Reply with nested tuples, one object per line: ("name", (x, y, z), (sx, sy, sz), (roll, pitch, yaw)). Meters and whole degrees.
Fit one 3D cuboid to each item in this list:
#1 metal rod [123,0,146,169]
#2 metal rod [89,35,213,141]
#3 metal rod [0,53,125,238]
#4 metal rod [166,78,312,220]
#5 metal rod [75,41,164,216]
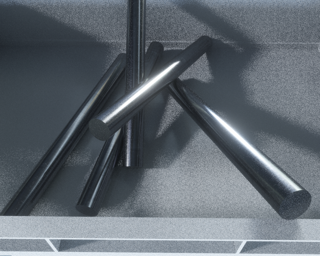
("metal rod", (-0.032, -0.098, 0.406), (0.025, 0.025, 0.299), (0, 75, 0))
("metal rod", (0.009, -0.071, 0.411), (0.025, 0.025, 0.301), (22, 38, 17))
("metal rod", (-0.108, -0.002, 0.405), (0.025, 0.025, 0.301), (16, 52, 13))
("metal rod", (0.052, -0.011, 0.339), (0.025, 0.025, 0.300), (-13, 28, -11))
("metal rod", (-0.042, -0.023, 0.423), (0.025, 0.025, 0.300), (11, 51, 9))
